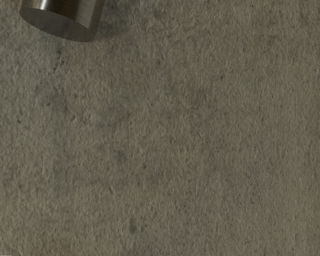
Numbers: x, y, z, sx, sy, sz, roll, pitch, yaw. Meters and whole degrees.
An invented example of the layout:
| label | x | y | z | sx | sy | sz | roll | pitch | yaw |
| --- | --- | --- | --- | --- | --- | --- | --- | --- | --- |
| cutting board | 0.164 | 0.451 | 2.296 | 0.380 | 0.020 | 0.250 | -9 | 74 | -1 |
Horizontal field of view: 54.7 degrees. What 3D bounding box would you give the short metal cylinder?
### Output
| label | x | y | z | sx | sy | sz | roll | pitch | yaw |
| --- | --- | --- | --- | --- | --- | --- | --- | --- | --- |
| short metal cylinder | -0.105 | -0.135 | 0.341 | 0.081 | 0.080 | 0.050 | 15 | 85 | -20 |
